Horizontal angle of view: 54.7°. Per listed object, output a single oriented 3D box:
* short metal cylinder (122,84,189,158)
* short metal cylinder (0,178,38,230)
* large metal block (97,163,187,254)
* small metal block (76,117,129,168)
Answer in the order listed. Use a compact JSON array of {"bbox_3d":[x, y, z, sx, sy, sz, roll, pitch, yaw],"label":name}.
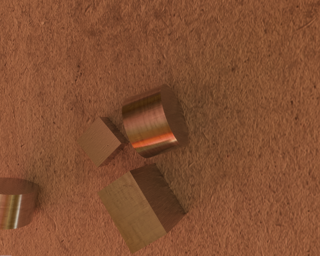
[{"bbox_3d":[-0.004,-0.008,0.381,0.050,0.080,0.080,-19,84,19],"label":"short metal cylinder"},{"bbox_3d":[-0.228,0.110,0.460,0.080,0.080,0.050,13,94,19],"label":"short metal cylinder"},{"bbox_3d":[-0.019,0.095,0.387,0.050,0.080,0.080,-36,79,16],"label":"large metal block"},{"bbox_3d":[-0.081,0.019,0.437,0.050,0.025,0.050,-45,76,14],"label":"small metal block"}]
